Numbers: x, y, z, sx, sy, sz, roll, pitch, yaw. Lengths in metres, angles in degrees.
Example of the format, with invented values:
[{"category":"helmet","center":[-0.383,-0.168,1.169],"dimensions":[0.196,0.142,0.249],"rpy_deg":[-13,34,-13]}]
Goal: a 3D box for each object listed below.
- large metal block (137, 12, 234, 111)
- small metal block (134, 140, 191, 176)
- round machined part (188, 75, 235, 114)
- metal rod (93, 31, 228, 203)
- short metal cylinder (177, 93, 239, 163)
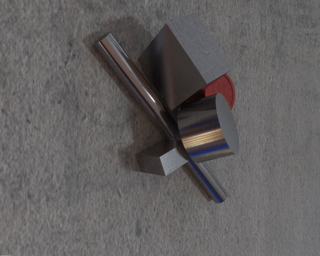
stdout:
[{"category":"large metal block","center":[0.028,-0.079,0.382],"dimensions":[0.050,0.080,0.080],"rpy_deg":[-33,89,-34]},{"category":"small metal block","center":[0.005,0.036,0.397],"dimensions":[0.050,0.050,0.025],"rpy_deg":[-27,107,-38]},{"category":"round machined part","center":[0.074,-0.049,0.459],"dimensions":[0.099,0.042,0.097],"rpy_deg":[0,90,-40]},{"category":"metal rod","center":[0.015,0.003,0.421],"dimensions":[0.025,0.025,0.300],"rpy_deg":[-53,121,-27]},{"category":"short metal cylinder","center":[0.063,0.000,0.397],"dimensions":[0.080,0.050,0.080],"rpy_deg":[43,39,-47]}]
